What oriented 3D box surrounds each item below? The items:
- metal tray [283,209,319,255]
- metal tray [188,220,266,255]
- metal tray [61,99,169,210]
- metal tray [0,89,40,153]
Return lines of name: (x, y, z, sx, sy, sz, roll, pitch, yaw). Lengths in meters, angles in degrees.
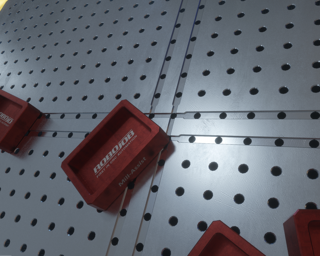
metal tray: (0.151, 0.128, 0.227, 0.090, 0.030, 0.130, 0, 59, 3)
metal tray: (0.050, 0.163, 0.279, 0.090, 0.030, 0.130, 33, 80, 38)
metal tray: (-0.062, 0.033, 0.418, 0.130, 0.030, 0.090, -47, 51, -5)
metal tray: (-0.289, -0.018, 0.569, 0.130, 0.030, 0.090, 21, 73, 36)
